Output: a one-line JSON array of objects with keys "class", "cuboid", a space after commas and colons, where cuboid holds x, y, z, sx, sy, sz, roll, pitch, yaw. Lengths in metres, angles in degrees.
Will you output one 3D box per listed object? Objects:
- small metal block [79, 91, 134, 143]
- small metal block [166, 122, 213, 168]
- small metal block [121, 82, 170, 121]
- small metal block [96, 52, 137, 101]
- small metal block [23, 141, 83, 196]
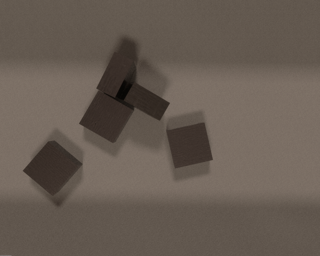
[{"class": "small metal block", "cuboid": [-0.070, -0.015, 0.411, 0.050, 0.025, 0.050, 30, 90, -1]}, {"class": "small metal block", "cuboid": [0.038, 0.022, 0.412, 0.050, 0.025, 0.050, -13, 90, -1]}, {"class": "small metal block", "cuboid": [-0.021, -0.035, 0.393, 0.050, 0.050, 0.025, 29, 90, -15]}, {"class": "small metal block", "cuboid": [-0.054, -0.065, 0.398, 0.025, 0.050, 0.050, 27, 90, 0]}, {"class": "small metal block", "cuboid": [-0.141, 0.052, 0.410, 0.050, 0.025, 0.050, 41, 90, -1]}]
